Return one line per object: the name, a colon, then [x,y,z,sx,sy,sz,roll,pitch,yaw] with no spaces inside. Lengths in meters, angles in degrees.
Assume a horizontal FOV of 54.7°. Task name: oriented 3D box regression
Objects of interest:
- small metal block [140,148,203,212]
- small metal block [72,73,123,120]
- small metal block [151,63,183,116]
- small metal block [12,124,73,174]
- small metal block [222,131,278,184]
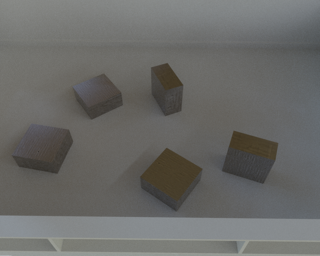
small metal block: [0.013,0.058,0.356,0.050,0.025,0.050,30,56,22]
small metal block: [-0.089,-0.046,0.443,0.050,0.025,0.050,-28,56,-22]
small metal block: [0.009,-0.054,0.434,0.025,0.050,0.050,-19,53,-15]
small metal block: [-0.143,0.025,0.383,0.050,0.025,0.050,9,51,7]
small metal block: [0.103,0.035,0.360,0.050,0.050,0.025,16,52,13]
